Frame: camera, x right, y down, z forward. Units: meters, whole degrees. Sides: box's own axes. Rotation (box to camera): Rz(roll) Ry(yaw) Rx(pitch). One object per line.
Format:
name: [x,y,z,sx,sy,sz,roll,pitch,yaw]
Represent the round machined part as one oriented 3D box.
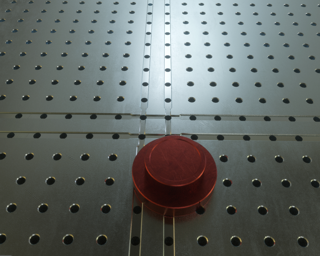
round machined part: [0.017,0.047,0.357,0.099,0.042,0.098,0,50,0]
